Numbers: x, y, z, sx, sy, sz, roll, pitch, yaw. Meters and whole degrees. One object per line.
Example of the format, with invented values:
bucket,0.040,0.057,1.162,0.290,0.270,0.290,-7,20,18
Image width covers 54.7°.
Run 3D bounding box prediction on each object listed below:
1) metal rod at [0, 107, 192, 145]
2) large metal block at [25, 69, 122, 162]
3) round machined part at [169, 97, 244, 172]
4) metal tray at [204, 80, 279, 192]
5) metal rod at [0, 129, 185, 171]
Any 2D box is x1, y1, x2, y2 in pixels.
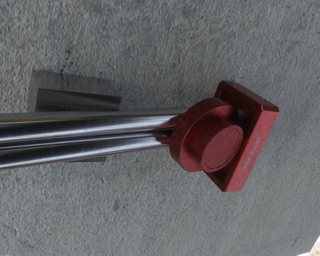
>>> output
metal rod,-0.024,-0.009,0.333,0.302,0.025,0.025,-5,122,-41
large metal block,-0.095,-0.011,0.330,0.081,0.050,0.079,3,117,-30
round machined part,0.063,0.015,0.380,0.099,0.042,0.097,-23,133,-27
metal tray,0.097,0.011,0.427,0.030,0.090,0.129,4,117,-31
metal rod,-0.032,0.015,0.343,0.302,0.025,0.025,-5,122,-41
